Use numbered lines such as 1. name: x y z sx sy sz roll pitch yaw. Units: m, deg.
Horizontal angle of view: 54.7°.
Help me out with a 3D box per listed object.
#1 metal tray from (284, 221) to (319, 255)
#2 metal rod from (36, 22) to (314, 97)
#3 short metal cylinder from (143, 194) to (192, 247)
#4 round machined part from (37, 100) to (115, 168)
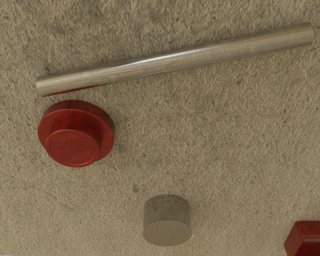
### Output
1. metal tray: 0.317 0.216 0.592 0.131 0.030 0.089 0 130 -1
2. metal rod: 0.009 -0.074 0.344 0.301 0.025 0.025 -10 130 7
3. short metal cylinder: 0.012 0.157 0.525 0.081 0.050 0.079 0 130 0
4. round machined part: -0.111 0.014 0.407 0.099 0.042 0.097 -1 130 0
